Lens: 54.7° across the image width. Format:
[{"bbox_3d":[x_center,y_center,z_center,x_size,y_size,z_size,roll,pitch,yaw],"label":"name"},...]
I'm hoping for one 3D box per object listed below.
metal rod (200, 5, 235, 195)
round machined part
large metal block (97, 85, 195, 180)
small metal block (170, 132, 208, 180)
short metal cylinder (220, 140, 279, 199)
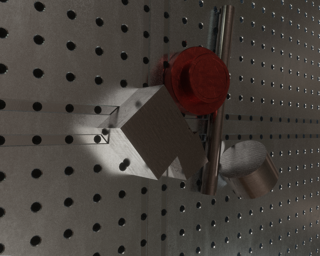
[{"bbox_3d":[0.092,-0.046,0.488,0.025,0.025,0.298,12,83,-40],"label":"metal rod"},{"bbox_3d":[0.059,-0.067,0.436,0.099,0.042,0.097,1,88,-27],"label":"round machined part"},{"bbox_3d":[-0.015,0.004,0.382,0.080,0.050,0.080,-48,119,-29],"label":"large metal block"},{"bbox_3d":[0.037,0.039,0.443,0.050,0.025,0.050,-34,111,-35],"label":"small metal block"},{"bbox_3d":[0.140,0.066,0.494,0.080,0.080,0.050,-51,120,-28],"label":"short metal cylinder"}]
